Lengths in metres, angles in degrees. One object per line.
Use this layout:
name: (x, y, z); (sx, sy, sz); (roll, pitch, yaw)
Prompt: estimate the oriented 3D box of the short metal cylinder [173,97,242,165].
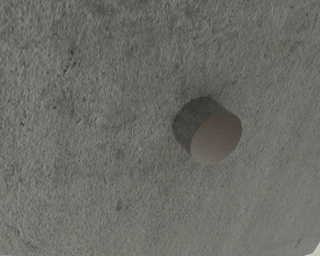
short metal cylinder: (0.065, 0.004, 0.427); (0.081, 0.050, 0.080); (-14, 124, -21)
